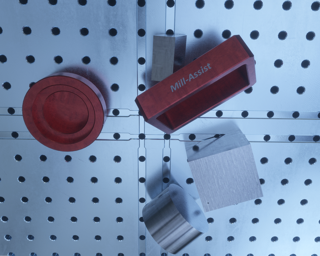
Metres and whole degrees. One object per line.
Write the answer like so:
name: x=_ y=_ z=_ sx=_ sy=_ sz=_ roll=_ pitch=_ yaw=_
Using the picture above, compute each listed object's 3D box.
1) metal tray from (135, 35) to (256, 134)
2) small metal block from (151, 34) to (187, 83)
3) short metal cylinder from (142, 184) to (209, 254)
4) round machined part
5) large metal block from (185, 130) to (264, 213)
metal tray: x=0.046 y=-0.044 z=0.363 sx=0.130 sy=0.090 sz=0.030 roll=-31 pitch=71 yaw=10
small metal block: x=0.011 y=-0.084 z=0.366 sx=0.025 sy=0.050 sz=0.050 roll=10 pitch=111 yaw=16
short metal cylinder: x=0.022 y=0.125 z=0.431 sx=0.050 sy=0.080 sz=0.080 roll=-43 pitch=105 yaw=14
round machined part: x=-0.117 y=-0.023 z=0.394 sx=0.099 sy=0.042 sz=0.097 roll=0 pitch=110 yaw=-1
large metal block: x=0.086 y=0.058 z=0.423 sx=0.080 sy=0.050 sz=0.080 roll=-17 pitch=110 yaw=6
